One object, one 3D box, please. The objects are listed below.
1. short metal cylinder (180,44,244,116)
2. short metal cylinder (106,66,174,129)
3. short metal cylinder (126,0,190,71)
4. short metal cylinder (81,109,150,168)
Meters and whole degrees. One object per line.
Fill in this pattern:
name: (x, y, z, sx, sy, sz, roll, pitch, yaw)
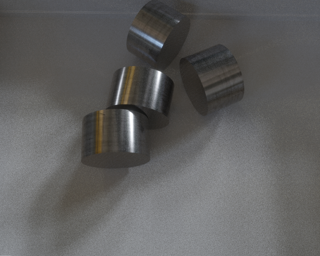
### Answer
short metal cylinder: (0.066, -0.062, 0.403, 0.050, 0.080, 0.080, -23, 72, -8)
short metal cylinder: (-0.025, -0.036, 0.393, 0.080, 0.080, 0.050, 8, 70, 3)
short metal cylinder: (-0.001, -0.127, 0.427, 0.050, 0.080, 0.080, 34, 74, 11)
short metal cylinder: (-0.053, 0.016, 0.374, 0.081, 0.080, 0.050, -3, 70, -1)
